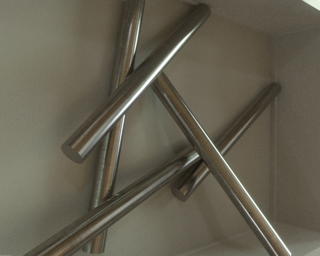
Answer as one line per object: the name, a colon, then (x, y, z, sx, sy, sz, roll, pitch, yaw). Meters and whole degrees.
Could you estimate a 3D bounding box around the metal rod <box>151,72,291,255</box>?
metal rod: (0.076, 0.050, 0.406, 0.025, 0.025, 0.299, -37, 93, -34)

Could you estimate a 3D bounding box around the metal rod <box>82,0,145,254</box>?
metal rod: (-0.052, -0.011, 0.362, 0.025, 0.025, 0.299, 14, 81, -39)

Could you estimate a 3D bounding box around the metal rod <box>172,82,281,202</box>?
metal rod: (0.122, 0.008, 0.508, 0.302, 0.025, 0.025, -41, 115, -32)

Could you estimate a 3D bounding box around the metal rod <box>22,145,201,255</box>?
metal rod: (-0.024, 0.074, 0.359, 0.302, 0.025, 0.025, -28, 108, -45)

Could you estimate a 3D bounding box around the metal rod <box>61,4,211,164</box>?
metal rod: (-0.008, -0.074, 0.372, 0.025, 0.025, 0.301, 56, 50, -25)
